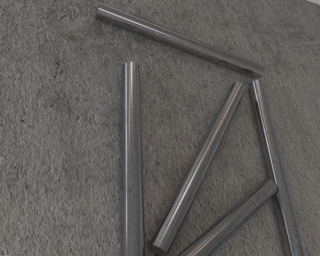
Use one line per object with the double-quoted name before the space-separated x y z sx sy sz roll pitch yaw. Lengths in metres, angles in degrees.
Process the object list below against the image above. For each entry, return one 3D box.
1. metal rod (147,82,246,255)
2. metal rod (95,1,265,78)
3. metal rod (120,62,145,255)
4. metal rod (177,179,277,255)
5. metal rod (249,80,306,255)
"metal rod" 0.063 0.032 0.417 0.025 0.025 0.301 37 51 -4
"metal rod" 0.044 -0.139 0.512 0.302 0.025 0.025 15 56 -20
"metal rod" -0.032 0.045 0.358 0.025 0.025 0.299 10 57 -23
"metal rod" 0.050 0.126 0.332 0.302 0.025 0.025 -23 74 -43
"metal rod" 0.171 0.053 0.463 0.025 0.025 0.299 12 57 -22
